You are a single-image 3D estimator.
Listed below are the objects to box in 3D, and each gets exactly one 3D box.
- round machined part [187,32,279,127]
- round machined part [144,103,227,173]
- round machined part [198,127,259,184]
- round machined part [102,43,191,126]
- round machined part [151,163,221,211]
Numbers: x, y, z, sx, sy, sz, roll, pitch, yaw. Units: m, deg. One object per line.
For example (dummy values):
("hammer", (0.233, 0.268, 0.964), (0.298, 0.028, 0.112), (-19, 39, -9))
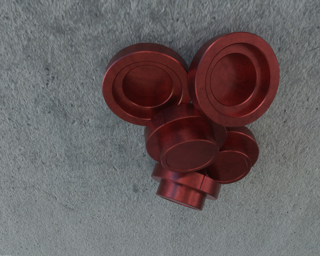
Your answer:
("round machined part", (0.075, -0.053, 0.336), (0.099, 0.042, 0.097), (-5, 105, -17))
("round machined part", (0.032, 0.019, 0.371), (0.099, 0.042, 0.097), (-7, 141, -5))
("round machined part", (0.089, 0.042, 0.434), (0.099, 0.042, 0.097), (-1, 130, 0))
("round machined part", (-0.014, -0.052, 0.353), (0.099, 0.042, 0.097), (-1, 130, 0))
("round machined part", (0.033, 0.086, 0.438), (0.098, 0.042, 0.098), (18, 165, 6))
